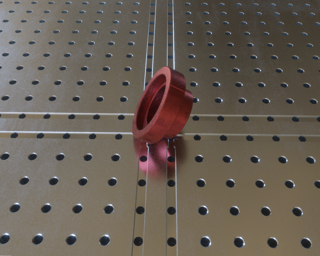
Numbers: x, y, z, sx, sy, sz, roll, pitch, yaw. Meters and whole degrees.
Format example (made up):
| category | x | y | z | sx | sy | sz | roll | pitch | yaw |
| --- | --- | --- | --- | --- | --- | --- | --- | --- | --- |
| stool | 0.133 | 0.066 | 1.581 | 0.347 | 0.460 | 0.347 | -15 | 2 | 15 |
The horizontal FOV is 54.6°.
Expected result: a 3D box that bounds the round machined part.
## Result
| category | x | y | z | sx | sy | sz | roll | pitch | yaw |
| --- | --- | --- | --- | --- | --- | --- | --- | --- | --- |
| round machined part | 0.006 | -0.025 | 0.394 | 0.042 | 0.098 | 0.098 | 23 | 47 | -21 |
